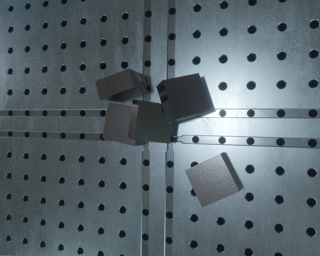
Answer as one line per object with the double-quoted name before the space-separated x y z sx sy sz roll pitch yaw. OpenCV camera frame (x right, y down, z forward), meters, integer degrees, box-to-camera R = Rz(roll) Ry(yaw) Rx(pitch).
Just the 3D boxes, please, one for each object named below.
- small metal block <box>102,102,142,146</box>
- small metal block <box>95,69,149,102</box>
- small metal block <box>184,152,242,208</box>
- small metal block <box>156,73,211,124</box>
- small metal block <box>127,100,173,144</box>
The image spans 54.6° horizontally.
"small metal block" -0.048 -0.005 0.430 0.050 0.025 0.050 13 94 19
"small metal block" -0.050 -0.056 0.417 0.050 0.050 0.025 -17 85 19
"small metal block" 0.067 0.064 0.389 0.050 0.025 0.050 -28 81 18
"small metal block" 0.029 -0.037 0.389 0.050 0.025 0.050 -15 84 -21
"small metal block" -0.011 -0.008 0.402 0.050 0.025 0.050 7 93 -25
